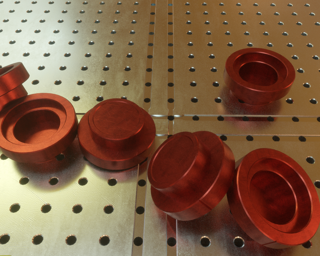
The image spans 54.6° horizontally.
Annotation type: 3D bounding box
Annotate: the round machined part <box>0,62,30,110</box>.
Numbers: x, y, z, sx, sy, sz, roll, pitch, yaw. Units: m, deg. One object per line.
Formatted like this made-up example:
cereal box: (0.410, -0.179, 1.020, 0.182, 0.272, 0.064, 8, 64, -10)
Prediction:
round machined part: (-0.221, -0.048, 0.419, 0.098, 0.042, 0.098, -18, 27, 10)

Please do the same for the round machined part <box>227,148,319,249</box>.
round machined part: (0.111, 0.074, 0.321, 0.099, 0.042, 0.098, 11, 58, -18)

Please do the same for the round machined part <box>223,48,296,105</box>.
round machined part: (0.143, -0.072, 0.458, 0.099, 0.042, 0.098, 0, 50, 0)

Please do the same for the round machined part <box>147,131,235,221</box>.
round machined part: (0.025, 0.043, 0.326, 0.098, 0.042, 0.098, -33, 33, 26)

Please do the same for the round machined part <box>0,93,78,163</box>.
round machined part: (-0.153, 0.004, 0.393, 0.099, 0.042, 0.098, 0, 50, 0)

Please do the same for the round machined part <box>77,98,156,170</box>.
round machined part: (-0.054, 0.000, 0.391, 0.099, 0.042, 0.098, 3, 50, -4)
